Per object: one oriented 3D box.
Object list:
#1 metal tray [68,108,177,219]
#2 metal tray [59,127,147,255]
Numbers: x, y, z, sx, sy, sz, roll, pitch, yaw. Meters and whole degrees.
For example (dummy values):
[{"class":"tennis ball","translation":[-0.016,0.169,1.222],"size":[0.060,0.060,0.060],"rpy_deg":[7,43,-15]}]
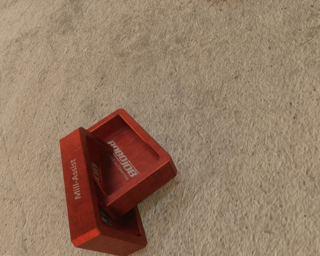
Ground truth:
[{"class":"metal tray","translation":[-0.051,0.036,0.381],"size":[0.090,0.030,0.130],"rpy_deg":[-35,43,-12]},{"class":"metal tray","translation":[-0.065,0.071,0.349],"size":[0.030,0.090,0.130],"rpy_deg":[-31,52,14]}]
